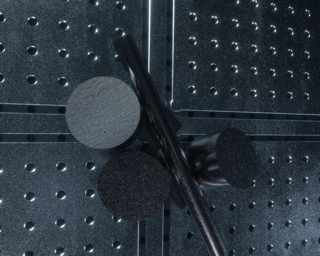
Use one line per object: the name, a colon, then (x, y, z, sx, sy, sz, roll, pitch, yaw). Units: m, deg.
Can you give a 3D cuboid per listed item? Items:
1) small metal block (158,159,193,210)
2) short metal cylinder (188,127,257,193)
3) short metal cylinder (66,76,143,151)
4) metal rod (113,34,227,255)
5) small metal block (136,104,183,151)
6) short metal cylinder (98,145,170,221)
small metal block: (0.028, 0.073, 0.419, 0.050, 0.025, 0.050, -42, 104, -15)
short metal cylinder: (0.084, 0.044, 0.413, 0.081, 0.050, 0.080, 13, 67, -35)
short metal cylinder: (-0.061, -0.014, 0.358, 0.081, 0.050, 0.080, 0, 82, 1)
metal rod: (0.016, 0.029, 0.388, 0.025, 0.025, 0.299, -27, 99, -18)
small metal block: (-0.008, -0.004, 0.406, 0.050, 0.025, 0.050, -45, 104, -14)
short metal cylinder: (-0.029, 0.063, 0.371, 0.080, 0.050, 0.079, 0, 94, 2)
